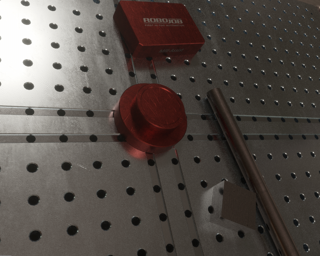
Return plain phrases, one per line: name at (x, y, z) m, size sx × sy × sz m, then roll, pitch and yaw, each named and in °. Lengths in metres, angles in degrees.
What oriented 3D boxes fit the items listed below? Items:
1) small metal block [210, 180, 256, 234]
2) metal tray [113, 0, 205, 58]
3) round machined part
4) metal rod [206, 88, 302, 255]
small metal block at (0.095, 0.102, 0.399) m, size 0.050 × 0.025 × 0.050 m, roll 24°, pitch 53°, yaw -14°
metal tray at (0.000, -0.162, 0.506) m, size 0.131 × 0.030 × 0.090 m, roll -13°, pitch 68°, yaw -34°
round machined part at (-0.007, -0.020, 0.407) m, size 0.099 × 0.042 × 0.098 m, roll 14°, pitch 56°, yaw -21°
metal rod at (0.134, 0.074, 0.437) m, size 0.025 × 0.025 × 0.299 m, roll -7°, pitch 66°, yaw -32°
